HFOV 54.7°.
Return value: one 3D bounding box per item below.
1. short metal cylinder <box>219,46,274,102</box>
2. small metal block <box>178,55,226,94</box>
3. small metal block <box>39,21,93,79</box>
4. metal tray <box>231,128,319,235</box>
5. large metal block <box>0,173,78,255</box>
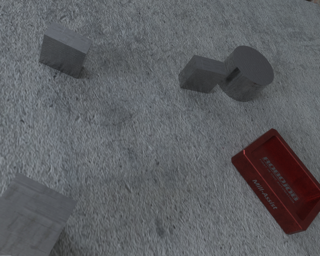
[{"bbox_3d":[0.142,-0.090,0.519,0.081,0.050,0.080,14,56,-21],"label":"short metal cylinder"},{"bbox_3d":[0.063,-0.080,0.471,0.050,0.050,0.025,8,58,-24],"label":"small metal block"},{"bbox_3d":[-0.117,-0.095,0.383,0.050,0.050,0.025,24,53,-14],"label":"small metal block"},{"bbox_3d":[0.175,0.073,0.449,0.091,0.030,0.130,-28,77,-37],"label":"metal tray"},{"bbox_3d":[-0.116,0.094,0.248,0.050,0.080,0.080,30,52,-9],"label":"large metal block"}]
